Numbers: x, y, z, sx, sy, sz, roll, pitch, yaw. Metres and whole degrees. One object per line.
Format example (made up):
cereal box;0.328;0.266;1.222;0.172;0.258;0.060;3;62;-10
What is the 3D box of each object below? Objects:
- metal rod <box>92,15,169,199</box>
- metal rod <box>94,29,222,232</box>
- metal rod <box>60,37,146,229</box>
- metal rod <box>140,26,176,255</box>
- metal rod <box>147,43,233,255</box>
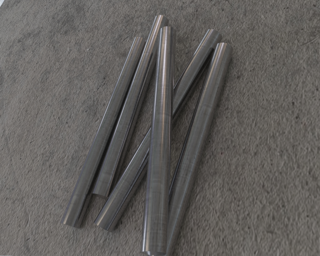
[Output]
metal rod;-0.036;-0.045;0.450;0.025;0.025;0.300;2;62;29
metal rod;0.005;-0.008;0.405;0.025;0.025;0.300;19;72;35
metal rod;-0.072;-0.009;0.447;0.025;0.025;0.300;3;63;30
metal rod;0.002;-0.008;0.374;0.025;0.025;0.299;-10;57;23
metal rod;0.040;0.022;0.369;0.025;0.025;0.300;6;65;31
